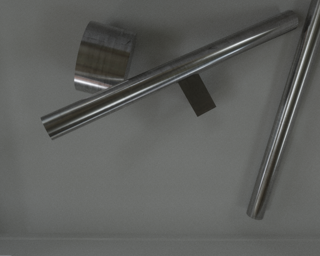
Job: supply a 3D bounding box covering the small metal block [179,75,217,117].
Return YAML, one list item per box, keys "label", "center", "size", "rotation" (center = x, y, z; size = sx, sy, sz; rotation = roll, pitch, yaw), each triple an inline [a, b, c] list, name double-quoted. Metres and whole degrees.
- label: "small metal block"
  center: [0.043, -0.048, 0.381]
  size: [0.025, 0.050, 0.050]
  rotation: [-29, 108, 10]

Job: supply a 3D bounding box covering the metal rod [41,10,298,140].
- label: "metal rod"
  center: [0.023, -0.064, 0.332]
  size: [0.302, 0.025, 0.025]
  rotation: [-26, 110, -14]

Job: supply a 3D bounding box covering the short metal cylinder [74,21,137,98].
- label: "short metal cylinder"
  center: [-0.061, -0.075, 0.353]
  size: [0.050, 0.080, 0.079]
  rotation: [14, 109, -6]

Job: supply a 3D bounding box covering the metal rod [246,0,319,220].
- label: "metal rod"
  center: [0.165, -0.009, 0.410]
  size: [0.025, 0.025, 0.298]
  rotation: [9, 110, -4]
